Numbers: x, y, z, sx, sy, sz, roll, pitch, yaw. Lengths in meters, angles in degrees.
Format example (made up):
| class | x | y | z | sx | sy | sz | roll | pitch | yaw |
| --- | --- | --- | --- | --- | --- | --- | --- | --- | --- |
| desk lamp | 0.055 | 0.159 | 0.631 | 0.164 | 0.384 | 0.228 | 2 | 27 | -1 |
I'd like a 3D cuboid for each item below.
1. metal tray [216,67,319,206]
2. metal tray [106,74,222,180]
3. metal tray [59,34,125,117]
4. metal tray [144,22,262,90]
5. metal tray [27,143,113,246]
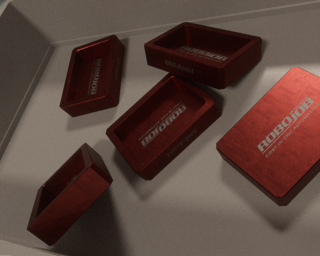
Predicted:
| class | x | y | z | sx | sy | sz | roll | pitch | yaw |
| --- | --- | --- | --- | --- | --- | --- | --- | --- | --- |
| metal tray | 0.137 | 0.005 | 0.327 | 0.130 | 0.030 | 0.090 | -45 | 51 | -3 |
| metal tray | 0.002 | -0.007 | 0.404 | 0.130 | 0.030 | 0.090 | -43 | 51 | -2 |
| metal tray | -0.109 | -0.087 | 0.510 | 0.090 | 0.030 | 0.130 | -12 | 57 | 21 |
| metal tray | 0.055 | -0.101 | 0.412 | 0.130 | 0.030 | 0.091 | 27 | 52 | 37 |
| metal tray | -0.106 | 0.069 | 0.368 | 0.090 | 0.030 | 0.130 | -46 | 17 | -7 |
